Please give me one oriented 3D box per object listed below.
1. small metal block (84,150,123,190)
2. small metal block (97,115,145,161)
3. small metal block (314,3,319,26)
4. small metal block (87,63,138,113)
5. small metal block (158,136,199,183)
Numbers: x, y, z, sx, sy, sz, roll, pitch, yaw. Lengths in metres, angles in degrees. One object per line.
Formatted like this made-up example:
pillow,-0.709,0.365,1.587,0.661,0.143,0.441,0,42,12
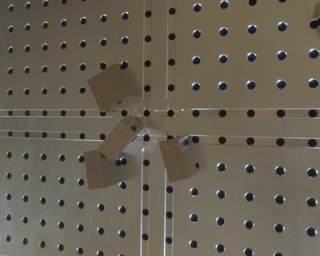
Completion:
small metal block,-0.077,0.054,0.427,0.025,0.050,0.050,-10,87,20
small metal block,-0.051,0.012,0.415,0.025,0.050,0.050,42,103,1
small metal block,0.206,-0.121,0.340,0.050,0.025,0.050,-21,83,18
small metal block,-0.067,-0.055,0.437,0.050,0.025,0.050,-28,81,18
small metal block,0.025,0.038,0.391,0.025,0.050,0.050,-18,84,19
